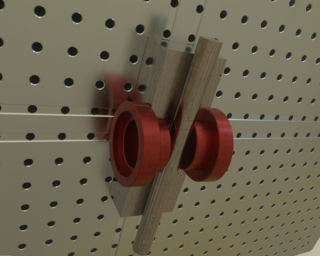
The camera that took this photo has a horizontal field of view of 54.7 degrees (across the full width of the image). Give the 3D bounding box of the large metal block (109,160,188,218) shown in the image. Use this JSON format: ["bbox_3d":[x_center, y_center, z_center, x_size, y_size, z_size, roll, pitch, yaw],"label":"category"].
[{"bbox_3d":[-0.017,0.072,0.430,0.081,0.050,0.079,3,117,-30],"label":"large metal block"}]

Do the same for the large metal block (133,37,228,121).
[{"bbox_3d":[0.022,-0.057,0.371,0.081,0.050,0.079,2,118,-30],"label":"large metal block"}]

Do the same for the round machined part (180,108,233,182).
[{"bbox_3d":[0.048,0.021,0.402,0.042,0.098,0.097,4,117,-25],"label":"round machined part"}]

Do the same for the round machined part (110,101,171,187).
[{"bbox_3d":[-0.022,0.018,0.362,0.042,0.098,0.097,2,118,-29],"label":"round machined part"}]

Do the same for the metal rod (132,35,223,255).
[{"bbox_3d":[0.013,0.039,0.378,0.025,0.025,0.298,3,117,-30],"label":"metal rod"}]
